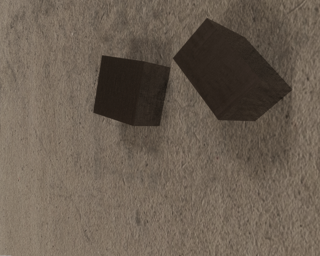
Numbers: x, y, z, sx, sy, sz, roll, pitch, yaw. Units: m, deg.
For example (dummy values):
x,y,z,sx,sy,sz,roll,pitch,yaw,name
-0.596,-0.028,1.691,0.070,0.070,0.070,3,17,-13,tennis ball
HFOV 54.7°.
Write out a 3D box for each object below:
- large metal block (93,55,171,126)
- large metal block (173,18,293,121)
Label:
x,y,z,sx,sy,sz,roll,pitch,yaw,name
-0.039,-0.051,0.419,0.080,0.050,0.079,18,101,38,large metal block
0.073,-0.054,0.308,0.050,0.081,0.080,-47,63,30,large metal block
